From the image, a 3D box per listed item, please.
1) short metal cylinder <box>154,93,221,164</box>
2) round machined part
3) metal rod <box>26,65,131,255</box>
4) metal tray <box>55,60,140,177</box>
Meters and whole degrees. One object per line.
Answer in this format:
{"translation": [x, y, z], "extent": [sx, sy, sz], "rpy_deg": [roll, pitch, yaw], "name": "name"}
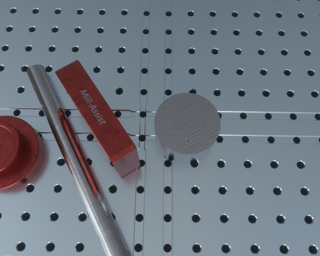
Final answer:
{"translation": [0.033, 0.002, 0.398], "extent": [0.081, 0.050, 0.080], "rpy_deg": [0, 70, -1], "name": "short metal cylinder"}
{"translation": [-0.203, 0.029, 0.390], "extent": [0.099, 0.042, 0.098], "rpy_deg": [0, 70, -1], "name": "round machined part"}
{"translation": [-0.107, 0.043, 0.394], "extent": [0.025, 0.025, 0.299], "rpy_deg": [-26, 72, -9], "name": "metal rod"}
{"translation": [-0.073, -0.008, 0.379], "extent": [0.030, 0.090, 0.130], "rpy_deg": [-32, 74, -11], "name": "metal tray"}
